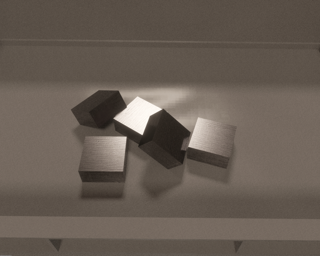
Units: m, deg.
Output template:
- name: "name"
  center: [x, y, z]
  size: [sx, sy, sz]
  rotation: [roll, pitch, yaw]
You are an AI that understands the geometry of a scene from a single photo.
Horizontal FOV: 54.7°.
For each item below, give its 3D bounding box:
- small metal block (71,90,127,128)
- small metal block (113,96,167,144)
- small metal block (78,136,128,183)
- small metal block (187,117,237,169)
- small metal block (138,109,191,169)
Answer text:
- name: "small metal block"
  center: [-0.081, -0.026, 0.412]
  size: [0.050, 0.025, 0.050]
  rotation: [9, 42, 48]
- name: "small metal block"
  center: [-0.025, -0.009, 0.412]
  size: [0.050, 0.025, 0.050]
  rotation: [29, 55, 22]
- name: "small metal block"
  center: [-0.066, 0.037, 0.373]
  size: [0.050, 0.025, 0.050]
  rotation: [1, 50, 0]
- name: "small metal block"
  center: [0.066, 0.018, 0.391]
  size: [0.050, 0.025, 0.050]
  rotation: [14, 51, 11]
- name: "small metal block"
  center: [0.007, 0.014, 0.376]
  size: [0.050, 0.025, 0.050]
  rotation: [40, 47, -24]
